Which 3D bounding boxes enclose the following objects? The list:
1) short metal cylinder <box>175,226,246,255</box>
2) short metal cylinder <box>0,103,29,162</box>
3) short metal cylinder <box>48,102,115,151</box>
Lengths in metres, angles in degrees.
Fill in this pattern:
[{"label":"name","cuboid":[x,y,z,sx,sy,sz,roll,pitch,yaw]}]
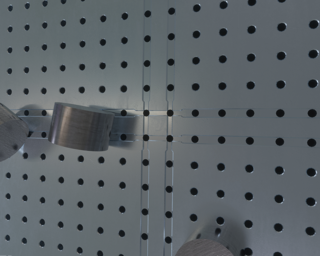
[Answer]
[{"label":"short metal cylinder","cuboid":[0.061,0.167,0.378,0.080,0.050,0.079,0,90,20]},{"label":"short metal cylinder","cuboid":[-0.251,0.007,0.472,0.050,0.080,0.080,35,101,16]},{"label":"short metal cylinder","cuboid":[-0.106,-0.003,0.421,0.080,0.080,0.050,13,95,19]}]
